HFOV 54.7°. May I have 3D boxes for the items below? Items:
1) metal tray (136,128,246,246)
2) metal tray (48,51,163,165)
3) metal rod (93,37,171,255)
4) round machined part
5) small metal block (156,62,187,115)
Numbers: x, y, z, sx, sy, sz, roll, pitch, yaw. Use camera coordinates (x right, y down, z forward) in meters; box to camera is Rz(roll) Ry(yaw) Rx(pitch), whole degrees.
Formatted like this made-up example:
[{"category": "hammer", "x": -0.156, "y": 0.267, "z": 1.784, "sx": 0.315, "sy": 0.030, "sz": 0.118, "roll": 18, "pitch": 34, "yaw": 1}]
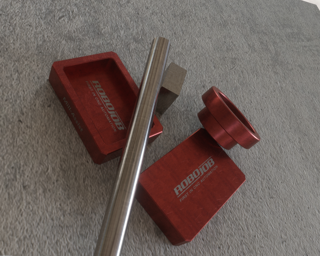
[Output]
[{"category": "metal tray", "x": 0.038, "y": 0.067, "z": 0.382, "sx": 0.131, "sy": 0.030, "sz": 0.090, "roll": -34, "pitch": 81, "yaw": -38}, {"category": "metal tray", "x": -0.067, "y": -0.030, "z": 0.383, "sx": 0.091, "sy": 0.030, "sz": 0.130, "roll": -22, "pitch": 74, "yaw": -36}, {"category": "metal rod", "x": -0.027, "y": 0.019, "z": 0.340, "sx": 0.025, "sy": 0.025, "sz": 0.300, "roll": 21, "pitch": 61, "yaw": -16}, {"category": "round machined part", "x": 0.090, "y": -0.008, "z": 0.430, "sx": 0.098, "sy": 0.042, "sz": 0.098, "roll": 42, "pitch": 19, "yaw": -18}, {"category": "small metal block", "x": 0.010, "y": -0.054, "z": 0.428, "sx": 0.025, "sy": 0.050, "sz": 0.050, "roll": 28, "pitch": 52, "yaw": -11}]
